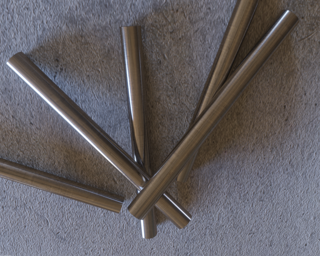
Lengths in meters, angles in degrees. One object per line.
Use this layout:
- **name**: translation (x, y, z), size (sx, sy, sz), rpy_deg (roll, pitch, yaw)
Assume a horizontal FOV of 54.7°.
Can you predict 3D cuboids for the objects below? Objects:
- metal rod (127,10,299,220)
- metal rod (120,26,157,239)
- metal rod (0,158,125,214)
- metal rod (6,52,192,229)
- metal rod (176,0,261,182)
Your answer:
- **metal rod**: translation (0.061, -0.012, 0.374), size (0.025, 0.025, 0.299), rpy_deg (37, 94, -13)
- **metal rod**: translation (-0.026, 0.019, 0.416), size (0.025, 0.025, 0.298), rpy_deg (-3, 110, 1)
- **metal rod**: translation (-0.197, 0.063, 0.430), size (0.302, 0.025, 0.025), rpy_deg (19, 109, -7)
- **metal rod**: translation (-0.072, 0.021, 0.397), size (0.025, 0.025, 0.300), rpy_deg (-43, 98, 14)
- **metal rod**: translation (0.073, -0.064, 0.386), size (0.025, 0.025, 0.298), rpy_deg (17, 109, -6)
